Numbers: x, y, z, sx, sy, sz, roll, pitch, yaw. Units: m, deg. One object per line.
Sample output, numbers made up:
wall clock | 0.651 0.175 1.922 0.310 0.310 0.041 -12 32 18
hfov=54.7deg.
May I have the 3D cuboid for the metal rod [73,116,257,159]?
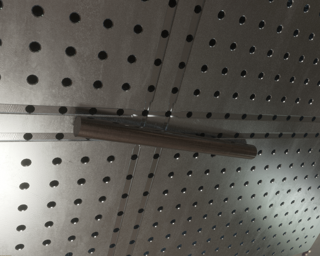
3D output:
metal rod | 0.029 0.019 0.440 0.302 0.025 0.025 10 114 -33
